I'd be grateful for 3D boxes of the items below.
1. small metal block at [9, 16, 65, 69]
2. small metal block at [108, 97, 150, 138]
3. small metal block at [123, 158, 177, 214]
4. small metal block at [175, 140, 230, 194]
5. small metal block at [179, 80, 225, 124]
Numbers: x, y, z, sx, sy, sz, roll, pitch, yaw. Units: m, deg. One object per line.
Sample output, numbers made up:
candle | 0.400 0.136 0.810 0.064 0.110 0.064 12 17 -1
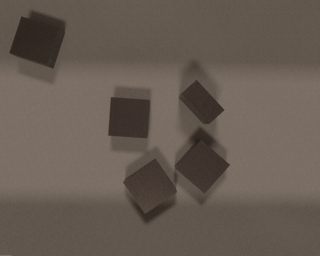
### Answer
small metal block | -0.161 -0.112 0.409 0.050 0.025 0.050 18 90 -1
small metal block | -0.040 -0.013 0.411 0.050 0.025 0.050 4 90 -1
small metal block | -0.013 0.076 0.411 0.050 0.025 0.050 -34 90 0
small metal block | 0.055 0.050 0.412 0.050 0.025 0.050 41 90 -1
small metal block | 0.052 -0.032 0.400 0.025 0.050 0.050 -43 91 0
